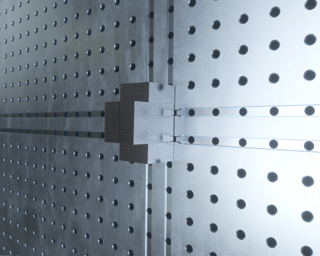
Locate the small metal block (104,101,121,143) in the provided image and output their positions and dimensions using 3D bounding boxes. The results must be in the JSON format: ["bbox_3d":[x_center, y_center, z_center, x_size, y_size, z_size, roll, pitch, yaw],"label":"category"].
[{"bbox_3d":[-0.043,-0.007,0.396,0.025,0.050,0.050,2,92,40],"label":"small metal block"}]

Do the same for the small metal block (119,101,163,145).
[{"bbox_3d":[-0.022,-0.006,0.380,0.025,0.050,0.050,3,92,41],"label":"small metal block"}]

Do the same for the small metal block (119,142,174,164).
[{"bbox_3d":[-0.017,0.030,0.408,0.050,0.050,0.025,2,91,40],"label":"small metal block"}]

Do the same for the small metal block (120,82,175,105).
[{"bbox_3d":[-0.016,-0.044,0.407,0.050,0.050,0.025,3,92,40],"label":"small metal block"}]

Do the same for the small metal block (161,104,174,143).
[{"bbox_3d":[-0.009,-0.007,0.417,0.050,0.025,0.050,2,92,41],"label":"small metal block"}]
